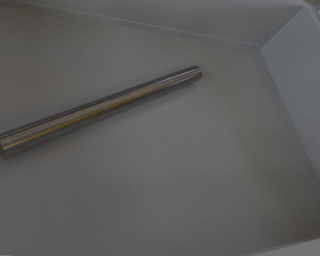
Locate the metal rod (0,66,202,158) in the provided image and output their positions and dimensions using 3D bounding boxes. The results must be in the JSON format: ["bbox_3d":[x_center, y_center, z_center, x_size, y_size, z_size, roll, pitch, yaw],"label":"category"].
[{"bbox_3d":[-0.051,-0.034,0.399,0.302,0.025,0.025,-26,76,-37],"label":"metal rod"}]
